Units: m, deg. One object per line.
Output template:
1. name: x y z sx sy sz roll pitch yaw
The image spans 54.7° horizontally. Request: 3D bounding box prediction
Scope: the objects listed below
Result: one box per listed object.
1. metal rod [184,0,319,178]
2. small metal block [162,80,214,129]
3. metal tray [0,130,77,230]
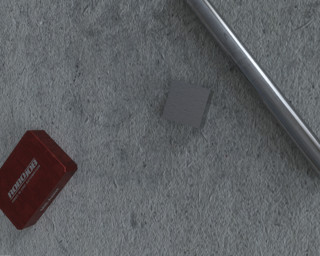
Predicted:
1. metal rod: 0.110 -0.066 0.369 0.025 0.025 0.299 -37 79 16
2. small metal block: 0.036 -0.030 0.396 0.050 0.025 0.050 18 96 18
3. metal tray: -0.198 0.078 0.474 0.090 0.030 0.130 43 103 14
